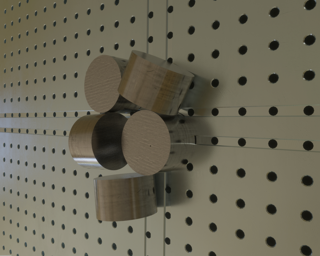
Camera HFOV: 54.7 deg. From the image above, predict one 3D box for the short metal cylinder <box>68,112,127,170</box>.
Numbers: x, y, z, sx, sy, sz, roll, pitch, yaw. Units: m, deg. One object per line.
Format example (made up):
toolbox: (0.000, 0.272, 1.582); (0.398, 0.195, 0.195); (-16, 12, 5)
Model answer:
short metal cylinder: (-0.081, 0.019, 0.442); (0.050, 0.081, 0.080); (-3, 88, 39)

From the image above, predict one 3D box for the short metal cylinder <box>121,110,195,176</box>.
short metal cylinder: (-0.003, 0.018, 0.396); (0.080, 0.050, 0.079); (1, 91, 39)

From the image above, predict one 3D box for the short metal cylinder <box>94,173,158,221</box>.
short metal cylinder: (-0.045, 0.088, 0.410); (0.080, 0.081, 0.050); (-8, 86, 40)

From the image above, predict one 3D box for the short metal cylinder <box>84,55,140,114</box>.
short metal cylinder: (-0.064, -0.061, 0.445); (0.080, 0.050, 0.079); (0, 91, 41)

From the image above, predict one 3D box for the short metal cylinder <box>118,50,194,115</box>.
short metal cylinder: (-0.005, -0.056, 0.378); (0.080, 0.081, 0.050); (35, 111, 34)
